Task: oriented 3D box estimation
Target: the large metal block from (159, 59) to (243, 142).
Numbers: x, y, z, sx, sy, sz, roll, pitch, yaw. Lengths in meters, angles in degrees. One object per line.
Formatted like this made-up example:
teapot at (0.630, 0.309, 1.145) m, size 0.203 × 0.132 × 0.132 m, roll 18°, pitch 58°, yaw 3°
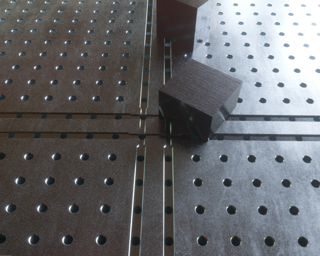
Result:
large metal block at (0.054, -0.040, 0.426) m, size 0.080 × 0.050 × 0.080 m, roll 30°, pitch 56°, yaw 22°

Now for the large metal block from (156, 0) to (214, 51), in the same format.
large metal block at (0.041, -0.192, 0.534) m, size 0.080 × 0.080 × 0.050 m, roll 31°, pitch 57°, yaw 23°
